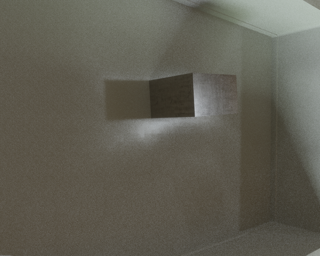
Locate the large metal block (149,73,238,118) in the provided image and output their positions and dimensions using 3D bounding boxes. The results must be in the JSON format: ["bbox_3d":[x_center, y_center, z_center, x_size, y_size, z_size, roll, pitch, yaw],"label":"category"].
[{"bbox_3d":[0.043,-0.041,0.406,0.081,0.080,0.050,-6,94,-40],"label":"large metal block"}]
